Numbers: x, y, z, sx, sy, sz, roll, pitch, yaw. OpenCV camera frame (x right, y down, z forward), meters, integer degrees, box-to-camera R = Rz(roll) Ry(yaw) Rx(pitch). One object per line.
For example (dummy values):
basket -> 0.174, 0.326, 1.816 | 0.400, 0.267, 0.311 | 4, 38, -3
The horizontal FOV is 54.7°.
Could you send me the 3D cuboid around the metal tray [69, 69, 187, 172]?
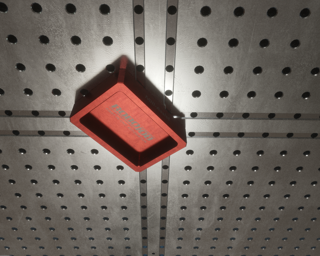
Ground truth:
metal tray -> -0.038, -0.003, 0.404 | 0.090, 0.030, 0.130 | -32, 124, 24
